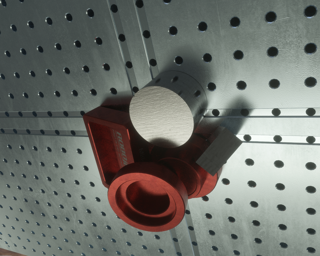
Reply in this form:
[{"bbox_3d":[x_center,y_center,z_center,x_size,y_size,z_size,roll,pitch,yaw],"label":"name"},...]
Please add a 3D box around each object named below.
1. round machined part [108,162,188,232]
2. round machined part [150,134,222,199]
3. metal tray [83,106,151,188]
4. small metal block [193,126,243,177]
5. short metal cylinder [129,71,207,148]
[{"bbox_3d":[-0.013,0.082,0.395,0.098,0.042,0.097,7,121,12],"label":"round machined part"},{"bbox_3d":[0.029,0.057,0.417,0.098,0.042,0.097,13,124,20],"label":"round machined part"},{"bbox_3d":[-0.057,0.039,0.445,0.090,0.030,0.129,14,125,38],"label":"metal tray"},{"bbox_3d":[0.066,0.025,0.362,0.025,0.050,0.050,40,94,1],"label":"small metal block"},{"bbox_3d":[0.011,-0.023,0.374,0.080,0.050,0.079,13,124,20],"label":"short metal cylinder"}]
